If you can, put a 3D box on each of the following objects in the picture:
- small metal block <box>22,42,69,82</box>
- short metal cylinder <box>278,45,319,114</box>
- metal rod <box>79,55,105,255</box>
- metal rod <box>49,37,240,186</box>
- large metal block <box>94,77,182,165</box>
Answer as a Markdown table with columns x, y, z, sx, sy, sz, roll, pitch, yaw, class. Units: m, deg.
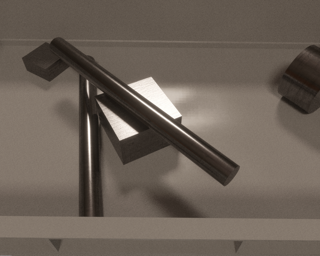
| x | y | z | sx | sy | sz | roll | pitch | yaw | class |
| --- | --- | --- | --- | --- | --- | --- | --- | --- | --- |
| -0.178 | -0.106 | 0.492 | 0.050 | 0.025 | 0.050 | 26 | 54 | 20 | small metal block |
| 0.211 | -0.067 | 0.428 | 0.081 | 0.080 | 0.050 | -32 | 57 | -24 | short metal cylinder |
| -0.091 | 0.008 | 0.396 | 0.025 | 0.025 | 0.300 | -7 | 50 | -6 | metal rod |
| -0.037 | -0.034 | 0.368 | 0.300 | 0.025 | 0.025 | 37 | 59 | 26 | metal rod |
| -0.028 | -0.011 | 0.398 | 0.081 | 0.050 | 0.080 | -22 | 54 | -18 | large metal block |
